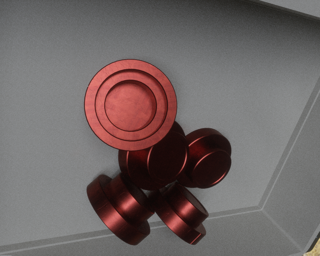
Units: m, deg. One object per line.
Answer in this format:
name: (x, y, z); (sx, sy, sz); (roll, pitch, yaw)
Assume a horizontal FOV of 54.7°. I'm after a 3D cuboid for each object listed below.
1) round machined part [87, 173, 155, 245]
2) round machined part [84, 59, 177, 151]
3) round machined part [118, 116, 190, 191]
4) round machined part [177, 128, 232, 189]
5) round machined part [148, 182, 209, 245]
round machined part: (-0.044, 0.096, 0.397); (0.042, 0.098, 0.098); (-42, 129, 1)
round machined part: (-0.034, -0.024, 0.346); (0.099, 0.042, 0.097); (0, 90, -13)
round machined part: (0.000, 0.034, 0.398); (0.099, 0.042, 0.097); (-11, 107, -37)
round machined part: (0.068, 0.052, 0.467); (0.099, 0.042, 0.097); (-14, 124, -21)
round machined part: (0.032, 0.117, 0.451); (0.042, 0.098, 0.098); (-46, 129, 4)
